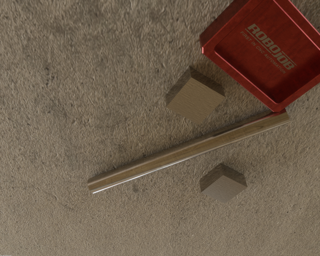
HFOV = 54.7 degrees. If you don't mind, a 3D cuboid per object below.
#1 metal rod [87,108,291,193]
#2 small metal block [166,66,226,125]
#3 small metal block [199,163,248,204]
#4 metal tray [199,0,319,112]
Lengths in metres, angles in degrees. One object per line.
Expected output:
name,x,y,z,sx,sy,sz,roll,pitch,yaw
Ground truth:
metal rod,0.028,0.036,0.437,0.300,0.025,0.025,-22,127,17
small metal block,0.042,-0.038,0.375,0.050,0.025,0.050,26,125,-21
small metal block,0.098,0.087,0.483,0.050,0.025,0.050,28,125,-22
metal tray,0.119,-0.083,0.334,0.130,0.030,0.090,32,123,-25
